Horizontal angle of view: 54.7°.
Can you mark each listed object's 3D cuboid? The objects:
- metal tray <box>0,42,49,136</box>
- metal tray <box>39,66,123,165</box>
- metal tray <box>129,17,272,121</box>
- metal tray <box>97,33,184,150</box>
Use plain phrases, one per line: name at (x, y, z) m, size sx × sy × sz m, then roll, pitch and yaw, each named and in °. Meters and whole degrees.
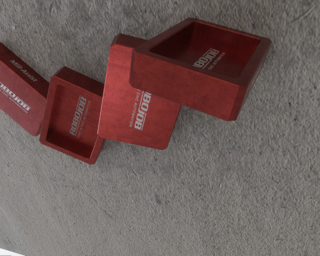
metal tray at (-0.224, -0.058, 0.486) m, size 0.130 × 0.030 × 0.089 m, roll 40°, pitch 129°, yaw 0°
metal tray at (-0.116, -0.013, 0.443) m, size 0.090 × 0.030 × 0.129 m, roll 24°, pitch 129°, yaw -5°
metal tray at (0.043, -0.061, 0.278) m, size 0.090 × 0.131 × 0.030 m, roll 21°, pitch 126°, yaw 15°
metal tray at (-0.020, -0.037, 0.370) m, size 0.091 × 0.030 × 0.129 m, roll 12°, pitch 127°, yaw -7°
